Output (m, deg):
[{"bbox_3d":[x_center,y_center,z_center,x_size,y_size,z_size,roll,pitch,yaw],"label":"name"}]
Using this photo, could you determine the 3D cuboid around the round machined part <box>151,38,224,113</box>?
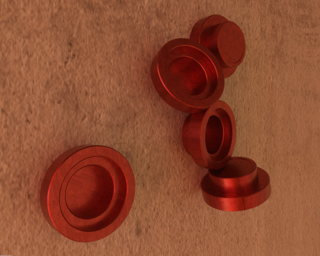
[{"bbox_3d":[0.032,-0.065,0.409,0.099,0.042,0.098,9,68,-23],"label":"round machined part"}]

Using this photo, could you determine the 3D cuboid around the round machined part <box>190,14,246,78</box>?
[{"bbox_3d":[0.095,-0.125,0.475,0.099,0.042,0.097,0,90,-40],"label":"round machined part"}]

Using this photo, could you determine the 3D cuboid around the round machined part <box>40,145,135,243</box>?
[{"bbox_3d":[-0.078,0.066,0.330,0.099,0.042,0.097,0,90,-40],"label":"round machined part"}]

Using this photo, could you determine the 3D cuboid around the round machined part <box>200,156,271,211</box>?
[{"bbox_3d":[0.107,0.075,0.448,0.099,0.098,0.042,-27,112,-37],"label":"round machined part"}]

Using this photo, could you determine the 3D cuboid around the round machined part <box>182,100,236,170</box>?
[{"bbox_3d":[0.068,0.009,0.447,0.099,0.042,0.097,-4,95,-49],"label":"round machined part"}]
